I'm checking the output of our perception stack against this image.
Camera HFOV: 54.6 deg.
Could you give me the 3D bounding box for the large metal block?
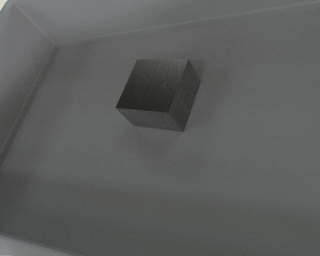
[{"bbox_3d":[-0.001,-0.045,0.419,0.080,0.050,0.080,7,65,31],"label":"large metal block"}]
